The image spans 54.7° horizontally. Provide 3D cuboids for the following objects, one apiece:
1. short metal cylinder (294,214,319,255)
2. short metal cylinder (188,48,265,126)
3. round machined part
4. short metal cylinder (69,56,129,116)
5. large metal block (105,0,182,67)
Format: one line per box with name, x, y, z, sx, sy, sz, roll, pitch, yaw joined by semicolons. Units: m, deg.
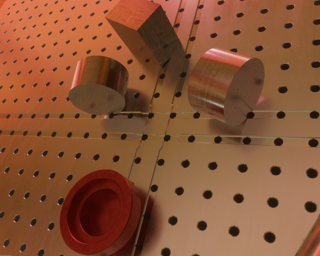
short metal cylinder;0.149;0.105;0.231;0.080;0.080;0.050;29;78;37
short metal cylinder;0.078;-0.048;0.362;0.050;0.080;0.080;28;77;37
round machined part;-0.066;0.102;0.369;0.098;0.042;0.098;-13;56;21
short metal cylinder;-0.089;-0.061;0.457;0.080;0.080;0.050;-10;58;23
large metal block;-0.025;-0.150;0.478;0.080;0.080;0.050;34;81;38
